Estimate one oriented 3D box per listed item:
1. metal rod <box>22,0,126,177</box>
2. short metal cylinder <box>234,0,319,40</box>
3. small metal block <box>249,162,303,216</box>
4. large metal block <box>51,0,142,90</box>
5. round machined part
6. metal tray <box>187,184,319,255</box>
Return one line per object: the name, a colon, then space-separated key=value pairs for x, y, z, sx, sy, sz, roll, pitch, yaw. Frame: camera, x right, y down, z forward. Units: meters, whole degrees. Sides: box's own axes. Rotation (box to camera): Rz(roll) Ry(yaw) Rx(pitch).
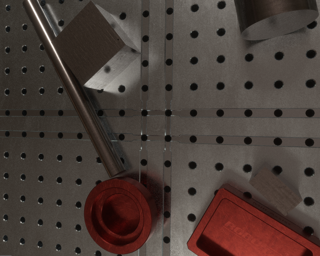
metal rod: x=-0.130 y=-0.065 z=0.456 sx=0.025 sy=0.025 sz=0.299 roll=-32 pitch=80 yaw=17
short metal cylinder: x=0.125 y=-0.135 z=0.339 sx=0.080 sy=0.080 sz=0.050 roll=-11 pitch=87 yaw=19
small metal block: x=0.131 y=0.067 z=0.353 sx=0.050 sy=0.050 sz=0.025 roll=44 pitch=104 yaw=14
large metal block: x=-0.088 y=-0.111 z=0.429 sx=0.080 sy=0.050 sz=0.080 roll=-40 pitch=78 yaw=15
round machined part: x=-0.049 y=0.114 z=0.420 sx=0.098 sy=0.042 sz=0.097 roll=0 pitch=91 yaw=19
metal tray: x=0.110 y=0.139 z=0.370 sx=0.130 sy=0.030 sz=0.090 roll=31 pitch=100 yaw=17
